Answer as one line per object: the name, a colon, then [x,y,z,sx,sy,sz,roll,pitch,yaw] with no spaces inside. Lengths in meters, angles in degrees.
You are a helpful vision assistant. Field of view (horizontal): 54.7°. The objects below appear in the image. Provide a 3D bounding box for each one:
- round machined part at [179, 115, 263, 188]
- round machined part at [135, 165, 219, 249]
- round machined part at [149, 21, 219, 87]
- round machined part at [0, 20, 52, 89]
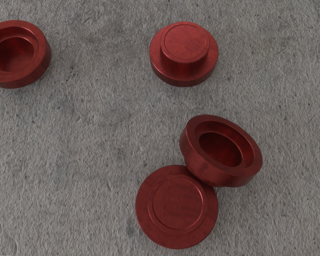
round machined part: [0.068,0.032,0.372,0.099,0.042,0.098,16,39,-13]
round machined part: [0.020,0.091,0.366,0.099,0.042,0.098,0,70,0]
round machined part: [0.034,-0.111,0.440,0.099,0.042,0.098,0,70,0]
round machined part: [-0.201,-0.098,0.433,0.099,0.042,0.098,0,70,0]
